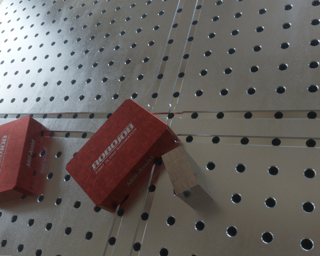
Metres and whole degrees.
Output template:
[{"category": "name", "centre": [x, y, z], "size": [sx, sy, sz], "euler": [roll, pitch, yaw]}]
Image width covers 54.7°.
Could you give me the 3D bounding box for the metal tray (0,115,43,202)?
[{"category": "metal tray", "centre": [-0.244, 0.051, 0.499], "size": [0.090, 0.030, 0.130], "euler": [-16, 55, 18]}]

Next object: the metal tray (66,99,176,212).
[{"category": "metal tray", "centre": [-0.053, 0.032, 0.412], "size": [0.130, 0.030, 0.090], "euler": [-49, 52, -7]}]

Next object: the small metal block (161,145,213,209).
[{"category": "small metal block", "centre": [0.030, 0.055, 0.342], "size": [0.025, 0.050, 0.050], "euler": [-29, 52, 9]}]
